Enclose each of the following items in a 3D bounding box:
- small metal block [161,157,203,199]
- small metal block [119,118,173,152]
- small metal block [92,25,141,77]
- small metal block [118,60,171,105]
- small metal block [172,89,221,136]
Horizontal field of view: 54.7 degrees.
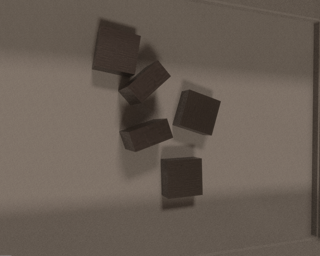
[{"bbox_3d":[0.029,0.067,0.423,0.050,0.025,0.050,-2,91,-20],"label":"small metal block"},{"bbox_3d":[-0.019,0.008,0.391,0.050,0.050,0.025,-20,97,-19],"label":"small metal block"},{"bbox_3d":[-0.055,-0.095,0.391,0.050,0.025,0.050,9,87,-20],"label":"small metal block"},{"bbox_3d":[-0.021,-0.056,0.390,0.050,0.050,0.025,-44,104,-15],"label":"small metal block"},{"bbox_3d":[0.051,-0.021,0.431,0.050,0.025,0.050,18,84,-20],"label":"small metal block"}]
